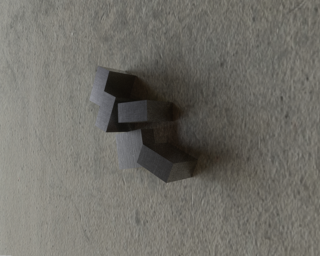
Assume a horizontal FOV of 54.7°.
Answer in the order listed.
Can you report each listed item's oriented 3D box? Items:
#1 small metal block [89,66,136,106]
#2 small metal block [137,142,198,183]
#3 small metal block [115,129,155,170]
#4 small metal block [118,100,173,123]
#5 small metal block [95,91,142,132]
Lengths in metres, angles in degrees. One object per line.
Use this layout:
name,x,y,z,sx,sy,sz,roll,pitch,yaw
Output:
small metal block,-0.067,-0.058,0.442,0.025,0.050,0.050,29,108,36
small metal block,0.009,0.041,0.379,0.050,0.050,0.025,29,108,36
small metal block,-0.033,0.030,0.430,0.050,0.025,0.050,-12,82,39
small metal block,-0.019,-0.020,0.402,0.050,0.050,0.025,-3,89,39
small metal block,-0.058,-0.022,0.434,0.025,0.050,0.050,29,108,36
